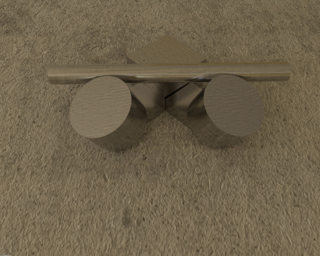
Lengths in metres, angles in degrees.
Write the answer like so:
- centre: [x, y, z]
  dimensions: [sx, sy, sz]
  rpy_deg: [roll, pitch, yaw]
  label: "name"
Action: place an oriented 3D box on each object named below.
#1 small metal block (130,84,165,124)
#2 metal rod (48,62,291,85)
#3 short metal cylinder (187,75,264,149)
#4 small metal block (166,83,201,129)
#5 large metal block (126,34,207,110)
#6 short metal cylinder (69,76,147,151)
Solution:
- centre: [-0.028, -0.032, 0.431]
  dimensions: [0.050, 0.025, 0.050]
  rpy_deg: [-35, 59, -27]
  label: "small metal block"
- centre: [0.013, -0.070, 0.397]
  dimensions: [0.302, 0.025, 0.025]
  rpy_deg: [-1, 50, -1]
  label: "metal rod"
- centre: [0.081, -0.019, 0.387]
  dimensions: [0.081, 0.050, 0.080]
  rpy_deg: [7, 68, -16]
  label: "short metal cylinder"
- centre: [0.044, -0.031, 0.430]
  dimensions: [0.050, 0.025, 0.050]
  rpy_deg: [-36, 59, -26]
  label: "small metal block"
- centre: [0.009, -0.084, 0.457]
  dimensions: [0.080, 0.050, 0.080]
  rpy_deg: [-35, 58, -26]
  label: "large metal block"
- centre: [-0.063, -0.017, 0.383]
  dimensions: [0.080, 0.050, 0.080]
  rpy_deg: [-7, 66, 17]
  label: "short metal cylinder"
